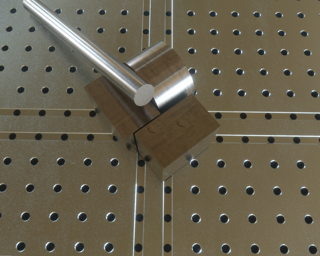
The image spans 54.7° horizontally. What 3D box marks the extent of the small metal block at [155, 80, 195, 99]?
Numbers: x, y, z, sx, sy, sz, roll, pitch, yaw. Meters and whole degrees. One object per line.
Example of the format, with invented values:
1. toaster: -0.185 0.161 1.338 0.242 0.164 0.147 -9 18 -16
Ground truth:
1. small metal block: 0.012 -0.050 0.431 0.050 0.025 0.050 -40 75 -14

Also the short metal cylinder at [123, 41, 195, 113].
1. short metal cylinder: -0.003 -0.057 0.376 0.050 0.080 0.080 -35 74 -12

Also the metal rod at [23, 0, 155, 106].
1. metal rod: -0.108 -0.113 0.396 0.025 0.025 0.300 -40 54 -13

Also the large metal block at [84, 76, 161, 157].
1. large metal block: -0.044 -0.018 0.389 0.050 0.080 0.080 -36 74 -12

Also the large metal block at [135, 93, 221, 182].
1. large metal block: 0.020 0.015 0.375 0.080 0.080 0.050 -36 74 -12
